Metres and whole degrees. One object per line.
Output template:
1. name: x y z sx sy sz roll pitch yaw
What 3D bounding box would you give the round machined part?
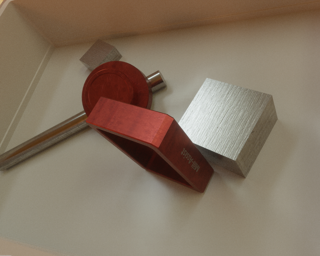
1. round machined part: -0.063 -0.044 0.426 0.098 0.042 0.097 0 89 13

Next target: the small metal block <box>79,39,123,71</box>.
1. small metal block: -0.102 -0.120 0.530 0.050 0.025 0.050 33 80 38

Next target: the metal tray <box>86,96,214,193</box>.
1. metal tray: -0.005 0.021 0.327 0.090 0.130 0.030 17 71 34

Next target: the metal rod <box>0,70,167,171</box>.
1. metal rod: -0.128 -0.007 0.475 0.301 0.025 0.025 -26 53 11

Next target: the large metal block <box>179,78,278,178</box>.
1. large metal block: 0.074 -0.002 0.351 0.080 0.050 0.080 23 74 36
